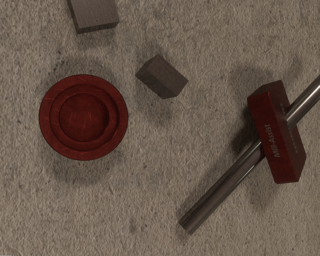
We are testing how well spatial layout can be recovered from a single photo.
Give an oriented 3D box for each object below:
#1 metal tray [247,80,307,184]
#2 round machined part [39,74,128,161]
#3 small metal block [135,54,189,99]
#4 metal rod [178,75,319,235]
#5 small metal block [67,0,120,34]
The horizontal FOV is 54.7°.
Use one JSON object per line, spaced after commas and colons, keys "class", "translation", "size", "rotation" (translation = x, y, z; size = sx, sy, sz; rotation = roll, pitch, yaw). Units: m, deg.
{"class": "metal tray", "translation": [0.172, 0.003, 0.447], "size": [0.091, 0.030, 0.129], "rotation": [-32, 103, -53]}
{"class": "round machined part", "translation": [-0.091, -0.012, 0.367], "size": [0.099, 0.042, 0.097], "rotation": [0, 90, -21]}
{"class": "small metal block", "translation": [0.001, -0.064, 0.397], "size": [0.050, 0.050, 0.025], "rotation": [39, 78, -16]}
{"class": "metal rod", "translation": [0.140, 0.033, 0.441], "size": [0.300, 0.025, 0.025], "rotation": [-44, 105, -7]}
{"class": "small metal block", "translation": [-0.083, -0.147, 0.379], "size": [0.050, 0.025, 0.050], "rotation": [-18, 96, -20]}
